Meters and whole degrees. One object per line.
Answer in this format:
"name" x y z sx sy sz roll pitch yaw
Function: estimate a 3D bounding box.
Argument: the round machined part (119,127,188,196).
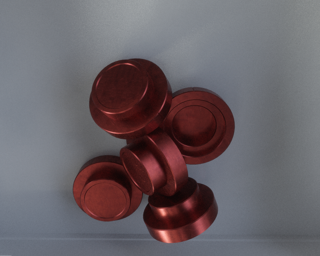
"round machined part" -0.014 0.044 0.386 0.042 0.098 0.098 -31 112 -27

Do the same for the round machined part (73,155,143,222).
"round machined part" -0.073 0.091 0.435 0.099 0.042 0.097 0 110 0

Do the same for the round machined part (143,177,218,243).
"round machined part" 0.023 0.100 0.410 0.098 0.098 0.042 -19 109 6

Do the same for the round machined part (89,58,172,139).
"round machined part" -0.039 -0.039 0.357 0.098 0.042 0.098 -7 67 16

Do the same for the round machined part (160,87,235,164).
"round machined part" 0.043 -0.006 0.400 0.099 0.042 0.097 0 110 0
